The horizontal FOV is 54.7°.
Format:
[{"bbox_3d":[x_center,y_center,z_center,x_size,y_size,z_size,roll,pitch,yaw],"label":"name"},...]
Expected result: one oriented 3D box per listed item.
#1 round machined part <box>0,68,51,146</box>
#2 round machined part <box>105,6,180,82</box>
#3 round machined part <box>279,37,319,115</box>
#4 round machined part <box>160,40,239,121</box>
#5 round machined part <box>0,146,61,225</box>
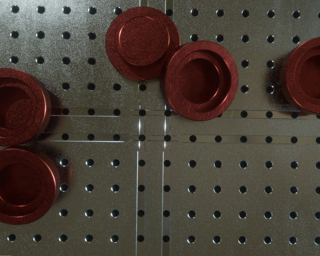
[{"bbox_3d":[-0.190,-0.026,0.402,0.099,0.042,0.097,0,90,-1],"label":"round machined part"},{"bbox_3d":[-0.022,-0.111,0.404,0.099,0.042,0.097,0,90,-1],"label":"round machined part"},{"bbox_3d":[0.206,-0.066,0.408,0.099,0.042,0.097,0,90,-1],"label":"round machined part"},{"bbox_3d":[0.046,-0.060,0.395,0.099,0.042,0.097,-4,102,-17],"label":"round machined part"},{"bbox_3d":[-0.178,0.070,0.398,0.099,0.042,0.097,0,98,-3],"label":"round machined part"}]
